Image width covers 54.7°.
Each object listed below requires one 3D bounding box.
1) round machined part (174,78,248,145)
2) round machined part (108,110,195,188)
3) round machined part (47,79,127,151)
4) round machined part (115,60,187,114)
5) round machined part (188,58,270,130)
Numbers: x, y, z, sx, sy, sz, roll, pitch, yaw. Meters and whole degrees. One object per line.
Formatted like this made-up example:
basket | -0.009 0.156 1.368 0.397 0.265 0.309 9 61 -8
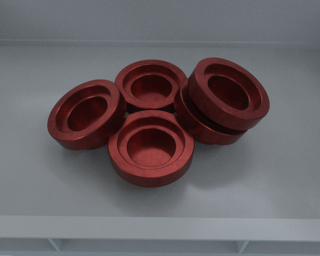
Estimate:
round machined part | 0.062 -0.018 0.393 0.099 0.042 0.098 15 47 -17
round machined part | -0.010 0.028 0.367 0.099 0.042 0.098 0 50 0
round machined part | -0.086 -0.012 0.388 0.098 0.042 0.098 -13 48 16
round machined part | -0.012 -0.048 0.432 0.099 0.042 0.098 0 50 0
round machined part | 0.077 -0.036 0.372 0.099 0.042 0.098 15 48 -17
